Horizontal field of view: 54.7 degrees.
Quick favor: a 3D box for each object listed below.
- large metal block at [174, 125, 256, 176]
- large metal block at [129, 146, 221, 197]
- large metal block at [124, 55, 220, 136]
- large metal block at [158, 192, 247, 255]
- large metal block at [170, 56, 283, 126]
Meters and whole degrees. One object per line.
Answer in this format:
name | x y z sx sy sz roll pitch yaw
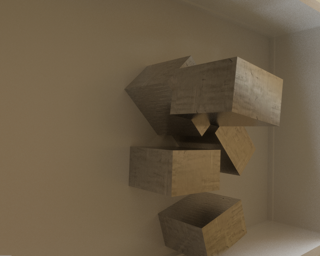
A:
large metal block | 0.074 0.016 0.434 0.050 0.080 0.080 -51 122 -28
large metal block | 0.018 0.050 0.388 0.081 0.080 0.050 3 88 -40
large metal block | 0.016 -0.036 0.386 0.050 0.080 0.080 -51 120 -28
large metal block | 0.058 0.130 0.422 0.081 0.080 0.050 -21 104 -38
large metal block | 0.070 -0.033 0.327 0.081 0.080 0.050 12 82 -40
